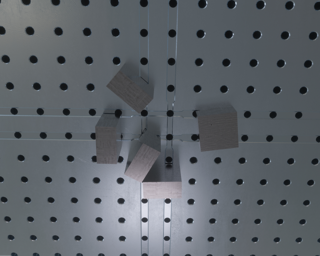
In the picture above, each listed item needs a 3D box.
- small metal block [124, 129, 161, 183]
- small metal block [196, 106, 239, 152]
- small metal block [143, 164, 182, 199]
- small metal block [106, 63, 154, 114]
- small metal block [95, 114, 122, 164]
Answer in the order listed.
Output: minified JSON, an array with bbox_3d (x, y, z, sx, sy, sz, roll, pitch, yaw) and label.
[{"bbox_3d":[-0.022,0.036,0.413,0.025,0.050,0.050,29,108,-10],"label":"small metal block"},{"bbox_3d":[0.076,0.001,0.414,0.050,0.025,0.050,-7,110,2],"label":"small metal block"},{"bbox_3d":[0.003,0.072,0.427,0.050,0.050,0.025,-1,110,0],"label":"small metal block"},{"bbox_3d":[-0.035,-0.050,0.381,0.050,0.050,0.025,40,105,-13],"label":"small metal block"},{"bbox_3d":[-0.066,0.013,0.404,0.025,0.050,0.050,2,110,-1],"label":"small metal block"}]
